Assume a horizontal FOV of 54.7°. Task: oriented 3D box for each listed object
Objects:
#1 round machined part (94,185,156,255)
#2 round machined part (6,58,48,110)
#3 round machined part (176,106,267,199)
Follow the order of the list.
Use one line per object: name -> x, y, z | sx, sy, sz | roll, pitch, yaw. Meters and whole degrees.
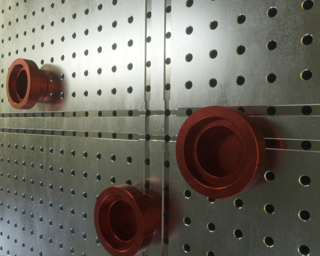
round machined part -> -0.045, 0.127, 0.433 | 0.098, 0.042, 0.097 | 0, 90, 39
round machined part -> -0.258, -0.084, 0.607 | 0.098, 0.042, 0.097 | 0, 90, 39
round machined part -> 0.069, 0.025, 0.340 | 0.098, 0.042, 0.097 | 0, 90, 39
